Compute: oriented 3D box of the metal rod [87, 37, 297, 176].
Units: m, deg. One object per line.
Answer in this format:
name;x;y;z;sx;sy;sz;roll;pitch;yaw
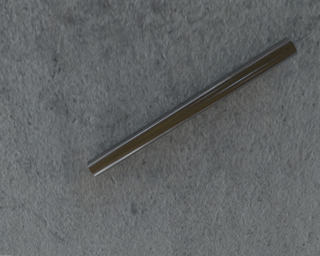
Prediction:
metal rod;0.033;-0.022;0.402;0.300;0.025;0.025;-32;107;10
